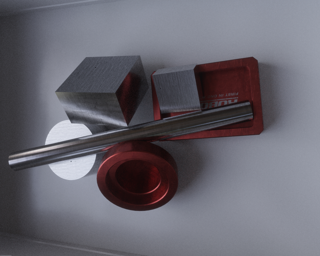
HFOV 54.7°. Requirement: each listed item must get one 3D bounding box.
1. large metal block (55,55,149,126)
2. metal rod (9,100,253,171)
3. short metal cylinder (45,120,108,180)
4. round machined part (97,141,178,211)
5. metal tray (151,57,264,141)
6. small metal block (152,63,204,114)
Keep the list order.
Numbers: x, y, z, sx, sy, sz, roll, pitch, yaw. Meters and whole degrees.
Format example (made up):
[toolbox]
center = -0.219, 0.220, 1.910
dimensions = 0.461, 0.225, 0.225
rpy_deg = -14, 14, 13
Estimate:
[large metal block]
center = -0.070, -0.049, 0.395
dimensions = 0.080, 0.080, 0.050
rpy_deg = 3, 133, 20
[metal rod]
center = -0.041, 0.011, 0.378
dimensions = 0.301, 0.025, 0.025
rpy_deg = -12, 86, 8
[short metal cylinder]
center = -0.111, 0.029, 0.432
dimensions = 0.080, 0.050, 0.079
rpy_deg = 0, 90, 19
[round machined part]
center = -0.027, 0.055, 0.391
dimensions = 0.099, 0.042, 0.097
rpy_deg = 1, 122, 2
[metal tray]
center = 0.057, -0.032, 0.385
dimensions = 0.130, 0.030, 0.089
rpy_deg = -5, 88, 19
[small metal block]
center = 0.023, -0.048, 0.377
dimensions = 0.050, 0.025, 0.050
rpy_deg = -5, 115, 20
